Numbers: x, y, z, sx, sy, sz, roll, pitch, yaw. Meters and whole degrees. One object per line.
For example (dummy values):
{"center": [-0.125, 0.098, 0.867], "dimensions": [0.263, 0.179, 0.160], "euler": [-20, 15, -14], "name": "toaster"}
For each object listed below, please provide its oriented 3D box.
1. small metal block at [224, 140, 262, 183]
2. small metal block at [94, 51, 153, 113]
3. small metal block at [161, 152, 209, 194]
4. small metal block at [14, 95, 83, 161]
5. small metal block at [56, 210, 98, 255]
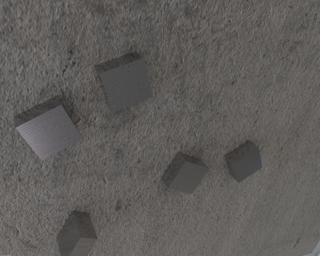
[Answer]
{"center": [0.140, 0.056, 0.518], "dimensions": [0.050, 0.025, 0.050], "euler": [-31, 129, -9], "name": "small metal block"}
{"center": [-0.041, -0.052, 0.352], "dimensions": [0.050, 0.025, 0.050], "euler": [-23, 127, -14], "name": "small metal block"}
{"center": [0.038, 0.069, 0.470], "dimensions": [0.050, 0.025, 0.050], "euler": [21, 107, -36], "name": "small metal block"}
{"center": [-0.122, 0.000, 0.340], "dimensions": [0.050, 0.025, 0.050], "euler": [-29, 128, -10], "name": "small metal block"}
{"center": [-0.114, 0.150, 0.421], "dimensions": [0.025, 0.050, 0.050], "euler": [23, 106, -37], "name": "small metal block"}
